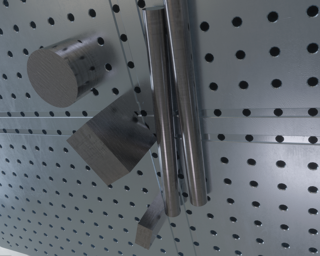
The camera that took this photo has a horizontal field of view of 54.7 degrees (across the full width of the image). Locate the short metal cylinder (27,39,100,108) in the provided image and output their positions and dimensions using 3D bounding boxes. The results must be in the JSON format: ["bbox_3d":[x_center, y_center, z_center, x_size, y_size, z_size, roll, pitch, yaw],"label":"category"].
[{"bbox_3d":[-0.129,-0.074,0.417,0.080,0.050,0.079,13,124,20],"label":"short metal cylinder"}]

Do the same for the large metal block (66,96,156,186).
[{"bbox_3d":[-0.062,0.016,0.418,0.050,0.080,0.080,-35,99,38],"label":"large metal block"}]

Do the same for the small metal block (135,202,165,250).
[{"bbox_3d":[-0.015,0.158,0.501,0.025,0.050,0.050,21,126,16],"label":"small metal block"}]

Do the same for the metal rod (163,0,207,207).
[{"bbox_3d":[0.034,-0.026,0.377,0.025,0.025,0.298,5,121,26],"label":"metal rod"}]

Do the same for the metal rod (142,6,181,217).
[{"bbox_3d":[0.007,0.000,0.407,0.025,0.025,0.298,8,122,24],"label":"metal rod"}]
